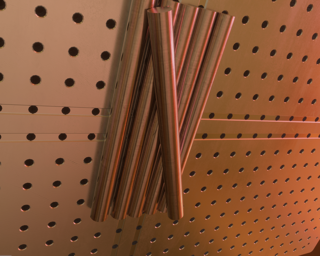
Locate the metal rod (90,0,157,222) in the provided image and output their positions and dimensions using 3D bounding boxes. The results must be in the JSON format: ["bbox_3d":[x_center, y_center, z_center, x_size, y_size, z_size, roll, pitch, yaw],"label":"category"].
[{"bbox_3d":[-0.051,-0.007,0.378,0.025,0.025,0.298,1,118,-29],"label":"metal rod"}]

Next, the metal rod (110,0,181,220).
[{"bbox_3d":[-0.025,-0.005,0.392,0.025,0.025,0.298,1,118,-29],"label":"metal rod"}]

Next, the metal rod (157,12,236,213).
[{"bbox_3d":[0.041,-0.005,0.430,0.025,0.025,0.298,1,118,-29],"label":"metal rod"}]

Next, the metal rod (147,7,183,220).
[{"bbox_3d":[0.012,0.007,0.388,0.025,0.025,0.298,-18,126,-18],"label":"metal rod"}]

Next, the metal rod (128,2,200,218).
[{"bbox_3d":[-0.004,-0.005,0.404,0.025,0.025,0.298,1,118,-29],"label":"metal rod"}]

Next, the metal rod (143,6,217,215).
[{"bbox_3d":[0.018,-0.006,0.418,0.025,0.025,0.298,1,118,-29],"label":"metal rod"}]
